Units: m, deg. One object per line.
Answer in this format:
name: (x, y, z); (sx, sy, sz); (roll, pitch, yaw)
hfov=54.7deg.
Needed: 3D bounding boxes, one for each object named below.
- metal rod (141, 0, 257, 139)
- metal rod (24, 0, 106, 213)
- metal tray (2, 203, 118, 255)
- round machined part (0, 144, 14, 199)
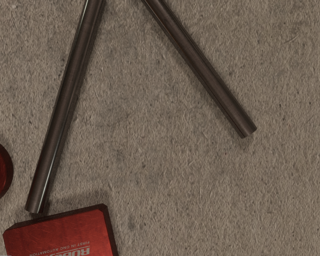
metal rod: (0.030, -0.114, 0.410); (0.025, 0.025, 0.299); (-36, 90, 0)
metal rod: (-0.124, -0.036, 0.408); (0.025, 0.025, 0.298); (16, 90, -1)
metal tray: (-0.126, 0.159, 0.406); (0.131, 0.030, 0.089); (-13, 90, -1)
round machined part: (-0.248, 0.059, 0.398); (0.099, 0.042, 0.097); (0, 90, -1)
